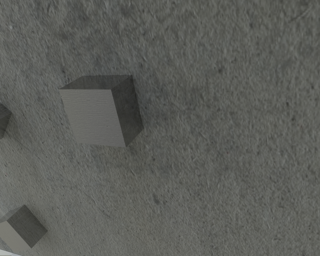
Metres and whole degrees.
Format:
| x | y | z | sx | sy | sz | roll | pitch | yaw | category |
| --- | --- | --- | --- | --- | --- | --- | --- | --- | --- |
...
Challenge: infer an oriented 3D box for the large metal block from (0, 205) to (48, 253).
| x | y | z | sx | sy | sz | roll | pitch | yaw | category |
| --- | --- | --- | --- | --- | --- | --- | --- | --- | --- |
| -0.314 | 0.226 | 0.692 | 0.080 | 0.050 | 0.080 | -26 | 105 | 36 | large metal block |

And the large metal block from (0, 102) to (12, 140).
| x | y | z | sx | sy | sz | roll | pitch | yaw | category |
| --- | --- | --- | --- | --- | --- | --- | --- | --- | --- |
| -0.314 | -0.001 | 0.532 | 0.050 | 0.080 | 0.080 | 41 | 129 | -1 | large metal block |

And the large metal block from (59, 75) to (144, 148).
| x | y | z | sx | sy | sz | roll | pitch | yaw | category |
| --- | --- | --- | --- | --- | --- | --- | --- | --- | --- |
| -0.076 | -0.024 | 0.414 | 0.080 | 0.050 | 0.079 | 3 | 120 | 26 | large metal block |
